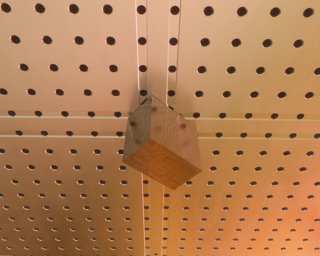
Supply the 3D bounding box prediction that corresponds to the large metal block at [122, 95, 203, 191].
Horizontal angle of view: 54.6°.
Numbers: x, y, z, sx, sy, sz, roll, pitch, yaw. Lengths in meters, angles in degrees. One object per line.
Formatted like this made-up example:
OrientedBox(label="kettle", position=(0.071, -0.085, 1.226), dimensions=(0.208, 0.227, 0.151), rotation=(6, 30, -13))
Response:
OrientedBox(label="large metal block", position=(0.003, 0.019, 0.391), dimensions=(0.080, 0.080, 0.050), rotation=(34, 123, -26))
